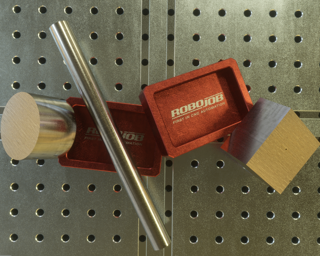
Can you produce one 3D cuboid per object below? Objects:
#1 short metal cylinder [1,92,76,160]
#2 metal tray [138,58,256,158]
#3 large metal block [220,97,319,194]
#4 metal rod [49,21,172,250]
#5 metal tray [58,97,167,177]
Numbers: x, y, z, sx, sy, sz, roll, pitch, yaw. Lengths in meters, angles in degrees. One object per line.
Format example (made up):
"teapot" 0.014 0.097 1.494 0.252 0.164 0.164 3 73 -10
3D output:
"short metal cylinder" -0.150 -0.001 0.381 0.080 0.050 0.080 -3 85 34
"metal tray" 0.050 -0.026 0.392 0.131 0.030 0.090 -21 90 -17
"large metal block" 0.137 0.022 0.384 0.080 0.050 0.080 38 90 -31
"metal rod" -0.061 0.009 0.383 0.025 0.025 0.299 -25 90 0
"metal tray" -0.060 0.011 0.410 0.131 0.030 0.089 7 90 0
